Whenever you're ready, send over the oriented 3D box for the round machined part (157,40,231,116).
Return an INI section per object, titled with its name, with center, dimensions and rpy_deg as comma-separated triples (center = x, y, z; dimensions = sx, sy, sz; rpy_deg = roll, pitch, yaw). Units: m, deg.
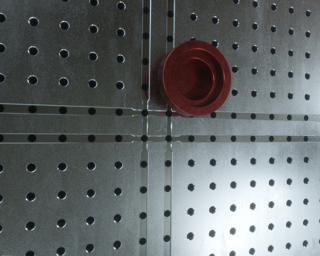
[round machined part]
center = 0.043, -0.064, 0.419
dimensions = 0.099, 0.042, 0.097
rpy_deg = 0, 90, -20
